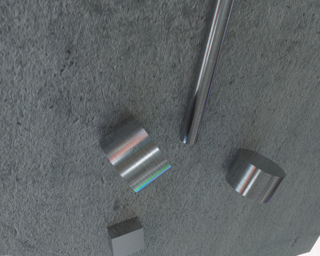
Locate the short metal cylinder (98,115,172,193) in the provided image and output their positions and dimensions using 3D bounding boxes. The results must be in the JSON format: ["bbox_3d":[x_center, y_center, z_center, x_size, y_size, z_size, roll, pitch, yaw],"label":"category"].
[{"bbox_3d":[-0.030,0.031,0.376,0.050,0.080,0.080,-37,130,-4],"label":"short metal cylinder"}]

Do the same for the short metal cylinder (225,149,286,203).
[{"bbox_3d":[0.155,0.077,0.506,0.081,0.080,0.050,11,113,-34],"label":"short metal cylinder"}]

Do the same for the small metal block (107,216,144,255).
[{"bbox_3d":[-0.054,0.173,0.486,0.050,0.025,0.050,-14,124,-21],"label":"small metal block"}]

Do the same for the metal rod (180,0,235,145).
[{"bbox_3d":[0.067,-0.113,0.374,0.025,0.025,0.298,-4,120,-27],"label":"metal rod"}]
